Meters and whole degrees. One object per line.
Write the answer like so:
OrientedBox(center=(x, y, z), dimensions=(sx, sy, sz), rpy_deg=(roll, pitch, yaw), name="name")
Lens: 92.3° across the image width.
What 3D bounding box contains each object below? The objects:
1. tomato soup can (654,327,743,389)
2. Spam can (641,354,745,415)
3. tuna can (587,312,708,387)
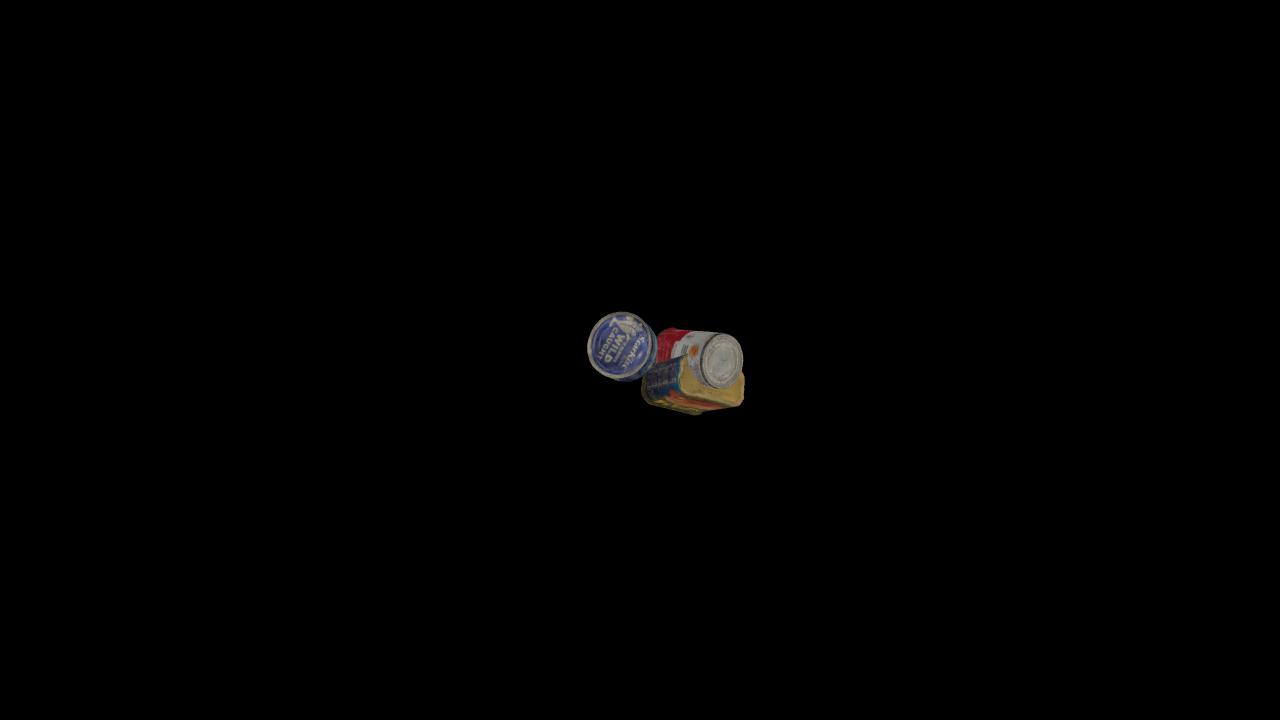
OrientedBox(center=(0.068, -0.003, 0.751), dimensions=(0.068, 0.068, 0.101), rpy_deg=(0, 5, -35), name="tomato soup can")
OrientedBox(center=(0.067, 0.030, 0.762), dimensions=(0.101, 0.058, 0.085), rpy_deg=(15, -18, -29), name="Spam can")
OrientedBox(center=(-0.021, -0.015, 0.765), dimensions=(0.084, 0.084, 0.034), rpy_deg=(0, -11, 19), name="tuna can")
